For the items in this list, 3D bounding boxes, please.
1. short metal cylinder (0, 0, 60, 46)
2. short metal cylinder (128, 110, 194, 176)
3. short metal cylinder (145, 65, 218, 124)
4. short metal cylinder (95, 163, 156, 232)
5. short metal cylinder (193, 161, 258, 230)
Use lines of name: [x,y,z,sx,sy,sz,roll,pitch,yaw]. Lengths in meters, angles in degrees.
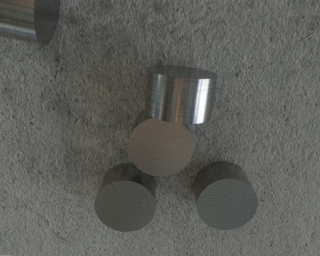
short metal cylinder: [-0.144,-0.133,0.330,0.050,0.080,0.079,11,110,-4]
short metal cylinder: [0.001,0.016,0.402,0.081,0.050,0.079,0,110,0]
short metal cylinder: [0.024,-0.042,0.365,0.081,0.080,0.050,5,110,-2]
short metal cylinder: [-0.046,0.095,0.431,0.081,0.050,0.079,0,110,0]
short metal cylinder: [0.089,0.093,0.431,0.081,0.050,0.079,0,110,0]
